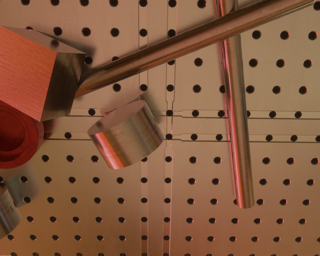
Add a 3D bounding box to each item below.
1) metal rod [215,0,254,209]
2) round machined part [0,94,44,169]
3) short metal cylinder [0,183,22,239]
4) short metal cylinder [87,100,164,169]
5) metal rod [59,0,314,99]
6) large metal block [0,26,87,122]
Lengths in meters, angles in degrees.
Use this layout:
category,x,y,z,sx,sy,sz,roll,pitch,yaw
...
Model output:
category,x,y,z,sx,sy,sz,roll,pitch,yaw
metal rod,0.100,-0.027,0.404,0.025,0.025,0.298,-9,110,3
round machined part,-0.200,0.000,0.403,0.099,0.042,0.097,0,110,0
short metal cylinder,-0.241,0.119,0.426,0.080,0.080,0.050,-14,110,5
short metal cylinder,-0.042,0.007,0.386,0.080,0.080,0.050,-25,108,9
metal rod,0.018,-0.093,0.359,0.301,0.025,0.025,-19,109,14
large metal block,-0.143,-0.064,0.360,0.080,0.050,0.079,27,110,16
